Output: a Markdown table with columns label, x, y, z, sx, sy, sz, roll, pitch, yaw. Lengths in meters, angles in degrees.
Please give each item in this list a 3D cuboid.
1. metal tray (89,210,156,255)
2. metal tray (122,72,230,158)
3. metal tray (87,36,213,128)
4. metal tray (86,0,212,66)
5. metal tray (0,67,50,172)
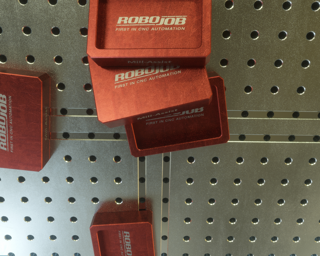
| label | x | y | z | sx | sy | sz | roll | pitch | yaw |
| --- | --- | --- | --- | --- | --- | --- | --- | --- | --- |
| metal tray | -0.053 | 0.193 | 0.481 | 0.091 | 0.030 | 0.129 | -4 | 110 | 1 |
| metal tray | 0.019 | -0.017 | 0.404 | 0.131 | 0.030 | 0.089 | -9 | 110 | 3 |
| metal tray | -0.012 | -0.058 | 0.365 | 0.131 | 0.030 | 0.090 | -13 | 77 | 4 |
| metal tray | -0.010 | -0.116 | 0.339 | 0.131 | 0.030 | 0.089 | 1 | 84 | 6 |
| metal tray | -0.195 | -0.011 | 0.404 | 0.091 | 0.030 | 0.129 | 7 | 110 | -3 |
